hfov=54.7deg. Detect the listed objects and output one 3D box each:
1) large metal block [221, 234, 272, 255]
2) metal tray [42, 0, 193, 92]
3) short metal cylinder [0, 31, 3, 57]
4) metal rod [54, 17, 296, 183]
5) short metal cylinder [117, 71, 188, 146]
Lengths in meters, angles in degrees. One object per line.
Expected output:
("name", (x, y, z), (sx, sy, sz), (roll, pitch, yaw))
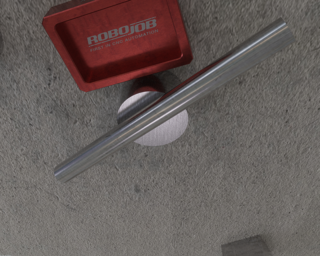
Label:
("large metal block", (0.178, 0.264, 0.618), (0.080, 0.050, 0.080), (-23, 127, 18))
("metal tray", (-0.040, -0.096, 0.322), (0.130, 0.030, 0.090), (-14, 129, 11))
("short metal cylinder", (-0.212, -0.085, 0.316), (0.081, 0.050, 0.079), (0, 130, 0))
("metal rod", (-0.006, -0.014, 0.329), (0.300, 0.025, 0.025), (-32, 124, 24))
("short metal cylinder", (-0.008, -0.024, 0.370), (0.081, 0.050, 0.079), (0, 130, 0))
